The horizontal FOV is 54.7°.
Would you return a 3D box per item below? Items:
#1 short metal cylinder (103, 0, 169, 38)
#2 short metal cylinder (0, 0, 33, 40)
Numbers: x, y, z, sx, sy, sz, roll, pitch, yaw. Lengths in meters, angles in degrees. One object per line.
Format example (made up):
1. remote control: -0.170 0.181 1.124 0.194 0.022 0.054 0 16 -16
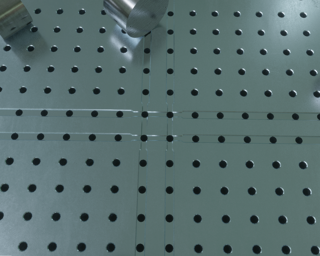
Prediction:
1. short metal cylinder: -0.034 -0.179 0.448 0.080 0.080 0.050 -40 75 -13
2. short metal cylinder: -0.231 -0.174 0.444 0.050 0.080 0.080 -41 75 -13
